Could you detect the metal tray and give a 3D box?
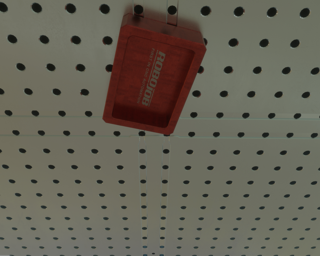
[{"bbox_3d":[-0.011,-0.055,0.361,0.091,0.030,0.129,11,129,-10],"label":"metal tray"}]
